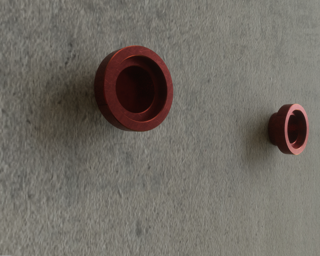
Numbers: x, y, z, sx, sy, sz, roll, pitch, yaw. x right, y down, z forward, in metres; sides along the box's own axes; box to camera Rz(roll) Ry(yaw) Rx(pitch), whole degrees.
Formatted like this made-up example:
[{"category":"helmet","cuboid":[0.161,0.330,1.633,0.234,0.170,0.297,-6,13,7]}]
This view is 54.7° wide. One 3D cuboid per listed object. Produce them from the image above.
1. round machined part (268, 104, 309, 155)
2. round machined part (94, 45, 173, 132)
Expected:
[{"category":"round machined part","cuboid":[0.248,0.002,0.606,0.099,0.042,0.097,0,90,-40]},{"category":"round machined part","cuboid":[-0.034,-0.044,0.366,0.099,0.042,0.097,0,90,-40]}]
